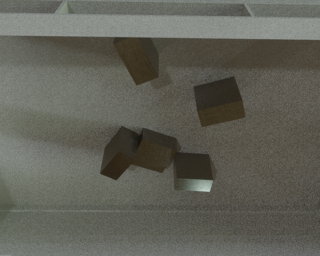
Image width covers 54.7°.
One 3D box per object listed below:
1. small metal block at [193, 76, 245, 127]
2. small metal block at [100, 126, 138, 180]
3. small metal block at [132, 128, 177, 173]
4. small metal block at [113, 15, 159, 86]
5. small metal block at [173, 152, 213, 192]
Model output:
[{"bbox_3d":[0.069,-0.031,0.366,0.050,0.050,0.025,-13,129,10],"label":"small metal block"},{"bbox_3d":[-0.055,0.034,0.421,0.025,0.050,0.050,27,125,-21],"label":"small metal block"},{"bbox_3d":[-0.010,0.032,0.436,0.050,0.025,0.050,18,128,-15],"label":"small metal block"},{"bbox_3d":[-0.023,-0.081,0.323,0.025,0.050,0.050,-18,128,15],"label":"small metal block"},{"bbox_3d":[0.046,0.063,0.446,0.050,0.050,0.025,4,130,-4],"label":"small metal block"}]
